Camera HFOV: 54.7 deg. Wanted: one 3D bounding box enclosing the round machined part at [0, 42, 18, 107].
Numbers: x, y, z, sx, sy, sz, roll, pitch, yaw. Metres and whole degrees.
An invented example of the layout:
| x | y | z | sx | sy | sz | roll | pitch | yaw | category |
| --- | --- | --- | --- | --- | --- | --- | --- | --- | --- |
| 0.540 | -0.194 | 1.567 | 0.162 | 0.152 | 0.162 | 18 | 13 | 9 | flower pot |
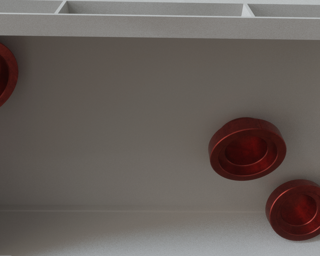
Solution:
| x | y | z | sx | sy | sz | roll | pitch | yaw | category |
| --- | --- | --- | --- | --- | --- | --- | --- | --- | --- |
| -0.206 | -0.058 | 0.323 | 0.042 | 0.099 | 0.097 | 35 | 133 | 22 | round machined part |

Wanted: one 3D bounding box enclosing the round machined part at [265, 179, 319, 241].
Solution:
| x | y | z | sx | sy | sz | roll | pitch | yaw | category |
| --- | --- | --- | --- | --- | --- | --- | --- | --- | --- |
| 0.216 | 0.125 | 0.491 | 0.099 | 0.042 | 0.097 | 0 | 107 | 0 | round machined part |

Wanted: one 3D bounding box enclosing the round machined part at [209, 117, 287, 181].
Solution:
| x | y | z | sx | sy | sz | roll | pitch | yaw | category |
| --- | --- | --- | --- | --- | --- | --- | --- | --- | --- |
| 0.115 | 0.024 | 0.419 | 0.099 | 0.042 | 0.097 | 0 | 130 | 0 | round machined part |
